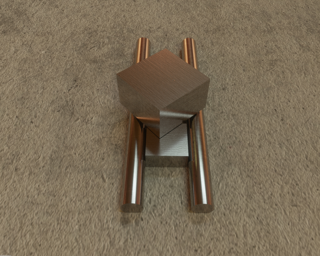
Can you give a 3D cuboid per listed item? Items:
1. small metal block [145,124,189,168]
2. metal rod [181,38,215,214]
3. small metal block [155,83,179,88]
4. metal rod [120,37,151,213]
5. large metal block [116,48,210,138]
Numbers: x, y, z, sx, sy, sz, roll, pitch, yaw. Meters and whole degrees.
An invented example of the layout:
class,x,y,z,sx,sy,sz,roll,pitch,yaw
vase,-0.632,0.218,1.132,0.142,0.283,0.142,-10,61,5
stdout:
class,x,y,z,sx,sy,sz,roll,pitch,yaw
small metal block,0.008,0.021,0.386,0.050,0.025,0.050,1,50,0
metal rod,0.047,-0.028,0.429,0.025,0.025,0.300,1,50,0
small metal block,0.009,-0.068,0.460,0.050,0.025,0.050,1,50,0
metal rod,-0.029,-0.028,0.429,0.025,0.025,0.300,1,50,0
large metal block,0.004,-0.047,0.393,0.080,0.050,0.080,-34,58,-25
